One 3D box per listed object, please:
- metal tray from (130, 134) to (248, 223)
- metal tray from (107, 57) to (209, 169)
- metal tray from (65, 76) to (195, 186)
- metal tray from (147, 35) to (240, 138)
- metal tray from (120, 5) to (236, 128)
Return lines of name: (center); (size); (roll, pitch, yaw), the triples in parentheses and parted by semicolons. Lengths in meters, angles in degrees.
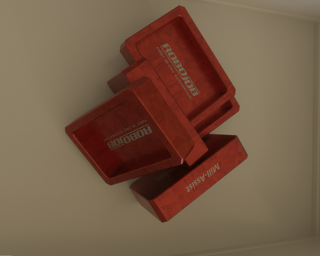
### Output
metal tray: (0.033, 0.055, 0.388); (0.131, 0.090, 0.030); (-34, 102, -17)
metal tray: (-0.006, -0.015, 0.372); (0.030, 0.090, 0.130); (-39, 103, -16)
metal tray: (-0.038, 0.010, 0.341); (0.090, 0.130, 0.030); (55, 43, -12)
metal tray: (0.040, -0.055, 0.423); (0.090, 0.030, 0.130); (-36, 101, -15)
metal tray: (0.024, -0.071, 0.384); (0.090, 0.030, 0.130); (-38, 102, -16)
